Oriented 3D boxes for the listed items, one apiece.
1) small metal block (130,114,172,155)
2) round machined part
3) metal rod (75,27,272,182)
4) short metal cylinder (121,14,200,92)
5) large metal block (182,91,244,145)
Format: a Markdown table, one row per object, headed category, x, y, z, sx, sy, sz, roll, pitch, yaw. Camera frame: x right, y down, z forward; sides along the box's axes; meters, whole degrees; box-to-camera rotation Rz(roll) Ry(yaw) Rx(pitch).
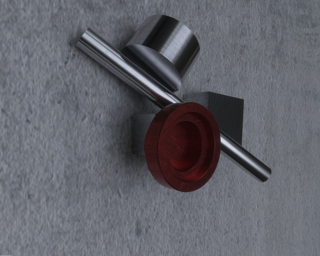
| category | x | y | z | sx | sy | sz | roll | pitch | yaw |
| --- | --- | --- | --- | --- | --- | --- | --- | --- | --- |
| small metal block | -0.011 | 0.008 | 0.383 | 0.025 | 0.050 | 0.050 | -3 | 92 | -40 |
| round machined part | 0.021 | 0.020 | 0.351 | 0.099 | 0.042 | 0.097 | -2 | 93 | -40 |
| metal rod | 0.031 | -0.017 | 0.386 | 0.301 | 0.025 | 0.025 | 36 | 67 | -19 |
| short metal cylinder | 0.001 | -0.087 | 0.373 | 0.080 | 0.080 | 0.050 | 45 | 63 | -31 |
| large metal block | 0.077 | -0.007 | 0.458 | 0.081 | 0.050 | 0.080 | 6 | 86 | -40 |
